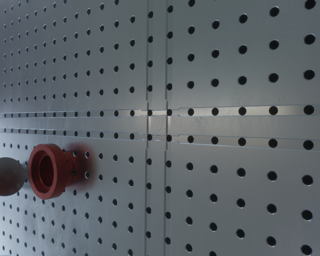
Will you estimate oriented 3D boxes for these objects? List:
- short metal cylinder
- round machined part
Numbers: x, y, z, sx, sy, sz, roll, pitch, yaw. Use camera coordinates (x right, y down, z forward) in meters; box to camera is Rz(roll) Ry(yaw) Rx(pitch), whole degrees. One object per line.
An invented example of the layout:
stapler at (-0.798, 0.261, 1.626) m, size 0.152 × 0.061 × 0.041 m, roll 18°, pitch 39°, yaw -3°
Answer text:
short metal cylinder at (-0.334, 0.105, 0.649) m, size 0.050 × 0.081 × 0.080 m, roll -18°, pitch 79°, yaw 39°
round machined part at (-0.193, 0.076, 0.558) m, size 0.098 × 0.042 × 0.097 m, roll 0°, pitch 90°, yaw 40°
